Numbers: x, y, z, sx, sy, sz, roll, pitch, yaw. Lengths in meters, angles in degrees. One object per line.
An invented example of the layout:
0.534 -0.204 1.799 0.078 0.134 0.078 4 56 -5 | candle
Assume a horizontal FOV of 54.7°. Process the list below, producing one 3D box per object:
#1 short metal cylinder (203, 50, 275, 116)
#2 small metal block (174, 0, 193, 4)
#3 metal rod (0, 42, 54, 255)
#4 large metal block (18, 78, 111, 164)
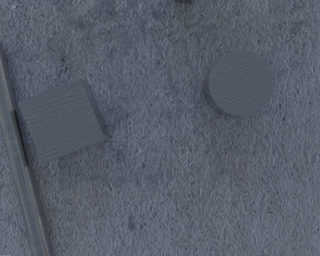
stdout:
0.099 -0.055 0.399 0.081 0.050 0.079 0 90 -1 | short metal cylinder
0.035 -0.195 0.398 0.025 0.050 0.050 8 90 0 | small metal block
-0.186 0.035 0.407 0.025 0.025 0.298 -14 90 0 | metal rod
-0.118 -0.008 0.396 0.080 0.050 0.080 -22 90 -1 | large metal block
